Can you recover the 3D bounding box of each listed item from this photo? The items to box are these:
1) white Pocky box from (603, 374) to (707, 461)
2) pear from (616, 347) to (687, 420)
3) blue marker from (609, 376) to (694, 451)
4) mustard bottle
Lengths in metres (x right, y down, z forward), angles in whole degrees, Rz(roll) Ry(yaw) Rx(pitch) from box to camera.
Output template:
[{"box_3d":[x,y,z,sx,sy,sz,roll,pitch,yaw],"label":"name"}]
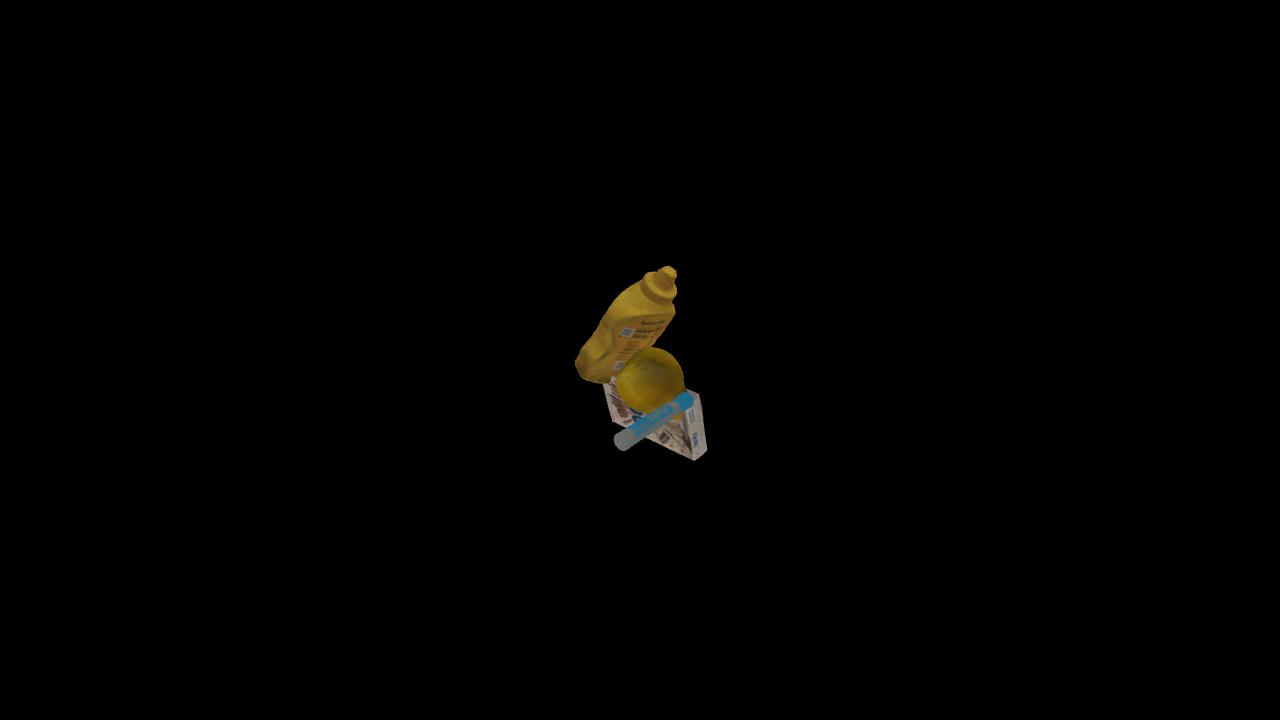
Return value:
[{"box_3d":[0.015,0.060,0.760,0.028,0.084,0.154,-32,34,-33],"label":"white Pocky box"},{"box_3d":[0.027,0.040,0.699,0.111,0.080,0.080,42,-6,-6],"label":"pear"},{"box_3d":[0.018,0.061,0.642,0.020,0.020,0.121,0,18,41],"label":"blue marker"},{"box_3d":[-0.005,-0.044,0.739,0.092,0.054,0.184,-2,-36,-34],"label":"mustard bottle"}]
